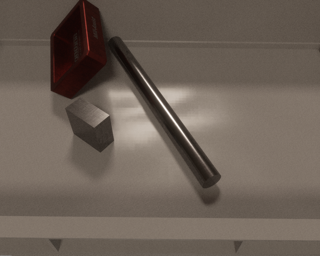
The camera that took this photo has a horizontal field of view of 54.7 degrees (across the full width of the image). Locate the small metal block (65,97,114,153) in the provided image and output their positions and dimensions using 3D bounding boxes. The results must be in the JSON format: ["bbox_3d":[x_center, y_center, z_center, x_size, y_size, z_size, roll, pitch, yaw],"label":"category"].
[{"bbox_3d":[-0.088,-0.004,0.391,0.050,0.050,0.025,31,57,23],"label":"small metal block"}]

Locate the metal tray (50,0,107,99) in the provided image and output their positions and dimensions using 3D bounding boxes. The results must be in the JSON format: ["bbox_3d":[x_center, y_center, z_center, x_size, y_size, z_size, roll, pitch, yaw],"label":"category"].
[{"bbox_3d":[-0.124,-0.119,0.458,0.090,0.030,0.130,-36,50,28],"label":"metal tray"}]

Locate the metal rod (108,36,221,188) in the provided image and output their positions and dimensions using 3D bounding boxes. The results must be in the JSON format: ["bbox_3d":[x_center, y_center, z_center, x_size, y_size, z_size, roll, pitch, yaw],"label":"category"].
[{"bbox_3d":[-0.008,-0.042,0.439,0.025,0.025,0.300,-21,53,-17],"label":"metal rod"}]
